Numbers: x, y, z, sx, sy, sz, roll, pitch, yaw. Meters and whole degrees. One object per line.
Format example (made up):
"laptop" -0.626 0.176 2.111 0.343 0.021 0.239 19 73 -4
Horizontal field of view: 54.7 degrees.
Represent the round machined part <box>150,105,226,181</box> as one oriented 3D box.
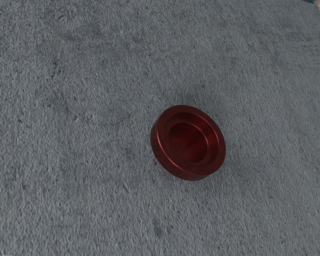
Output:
"round machined part" 0.032 0.022 0.400 0.099 0.042 0.098 14 56 -21
